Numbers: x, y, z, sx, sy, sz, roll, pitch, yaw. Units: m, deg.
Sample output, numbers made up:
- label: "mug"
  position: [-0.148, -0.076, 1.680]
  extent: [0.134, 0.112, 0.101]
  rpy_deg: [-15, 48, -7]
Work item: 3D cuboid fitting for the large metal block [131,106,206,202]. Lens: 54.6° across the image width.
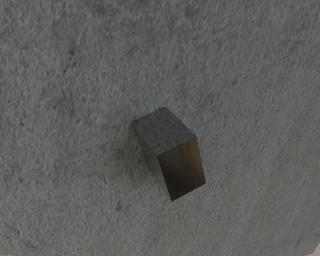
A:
- label: "large metal block"
  position: [0.011, 0.031, 0.396]
  extent: [0.050, 0.080, 0.080]
  rpy_deg: [-26, 128, -13]
